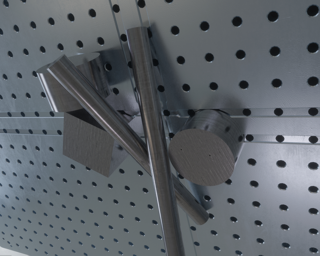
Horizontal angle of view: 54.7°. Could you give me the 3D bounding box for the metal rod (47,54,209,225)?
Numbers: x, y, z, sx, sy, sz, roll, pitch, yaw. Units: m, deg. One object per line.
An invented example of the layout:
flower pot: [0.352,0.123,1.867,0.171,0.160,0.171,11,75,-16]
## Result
metal rod: [-0.025,0.031,0.397,0.025,0.025,0.300,-20,123,35]

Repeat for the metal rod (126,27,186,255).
metal rod: [-0.002,0.031,0.381,0.025,0.025,0.298,-4,101,30]

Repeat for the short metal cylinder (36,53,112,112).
short metal cylinder: [-0.108,-0.060,0.396,0.080,0.080,0.050,0,119,28]

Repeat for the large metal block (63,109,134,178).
large metal block: [-0.092,0.013,0.451,0.080,0.050,0.079,25,127,13]

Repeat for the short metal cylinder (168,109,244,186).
short metal cylinder: [0.057,0.024,0.380,0.080,0.050,0.079,13,124,21]
